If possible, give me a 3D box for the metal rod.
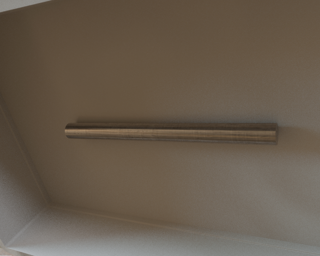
[{"bbox_3d":[-0.004,0.006,0.410,0.301,0.025,0.025,1,119,27],"label":"metal rod"}]
